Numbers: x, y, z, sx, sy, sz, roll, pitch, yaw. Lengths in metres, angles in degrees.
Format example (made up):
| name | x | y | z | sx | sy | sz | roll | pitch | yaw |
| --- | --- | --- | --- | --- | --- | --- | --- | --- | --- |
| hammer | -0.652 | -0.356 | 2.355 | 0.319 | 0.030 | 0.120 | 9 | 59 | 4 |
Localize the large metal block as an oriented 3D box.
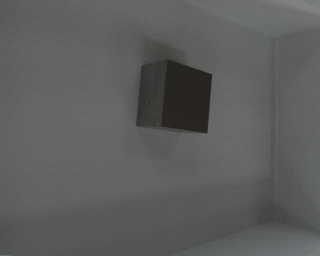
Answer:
| name | x | y | z | sx | sy | sz | roll | pitch | yaw |
| --- | --- | --- | --- | --- | --- | --- | --- | --- | --- |
| large metal block | 0.020 | -0.037 | 0.406 | 0.081 | 0.050 | 0.080 | 8 | 85 | -40 |
